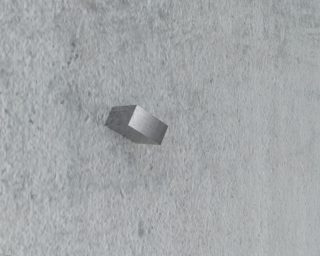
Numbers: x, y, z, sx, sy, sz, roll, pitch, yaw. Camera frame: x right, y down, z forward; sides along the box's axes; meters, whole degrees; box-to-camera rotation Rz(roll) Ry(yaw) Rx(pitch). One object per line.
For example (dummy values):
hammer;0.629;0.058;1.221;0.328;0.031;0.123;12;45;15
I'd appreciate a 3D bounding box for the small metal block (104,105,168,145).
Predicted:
small metal block;-0.028;-0.003;0.364;0.050;0.050;0.025;34;69;-35
